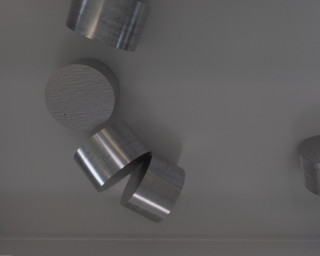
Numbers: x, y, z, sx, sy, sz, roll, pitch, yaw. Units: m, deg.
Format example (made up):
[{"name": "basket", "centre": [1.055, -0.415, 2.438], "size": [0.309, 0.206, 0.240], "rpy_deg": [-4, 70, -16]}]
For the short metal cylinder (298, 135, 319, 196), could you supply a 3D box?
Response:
[{"name": "short metal cylinder", "centre": [0.226, 0.046, 0.401], "size": [0.080, 0.080, 0.050], "rpy_deg": [-17, 109, 6]}]

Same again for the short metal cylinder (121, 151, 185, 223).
[{"name": "short metal cylinder", "centre": [-0.010, 0.077, 0.410], "size": [0.050, 0.080, 0.080], "rpy_deg": [31, 107, -11]}]

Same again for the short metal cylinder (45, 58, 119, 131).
[{"name": "short metal cylinder", "centre": [-0.093, -0.042, 0.381], "size": [0.081, 0.050, 0.079], "rpy_deg": [0, 110, 0]}]

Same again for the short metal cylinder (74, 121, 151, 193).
[{"name": "short metal cylinder", "centre": [-0.059, 0.036, 0.387], "size": [0.080, 0.080, 0.050], "rpy_deg": [-42, 79, 14]}]

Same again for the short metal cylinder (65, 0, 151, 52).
[{"name": "short metal cylinder", "centre": [-0.056, -0.122, 0.336], "size": [0.080, 0.080, 0.050], "rpy_deg": [20, 109, -8]}]
